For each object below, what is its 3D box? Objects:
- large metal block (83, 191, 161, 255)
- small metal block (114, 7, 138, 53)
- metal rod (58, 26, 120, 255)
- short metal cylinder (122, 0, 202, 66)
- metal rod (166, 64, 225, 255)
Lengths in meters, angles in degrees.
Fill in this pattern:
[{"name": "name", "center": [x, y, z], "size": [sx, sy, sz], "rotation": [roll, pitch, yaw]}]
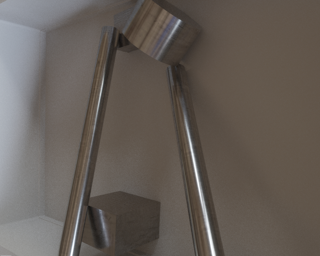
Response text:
[{"name": "large metal block", "center": [-0.057, 0.123, 0.416], "size": [0.080, 0.081, 0.050], "rotation": [4, 93, 39]}, {"name": "small metal block", "center": [-0.038, -0.138, 0.436], "size": [0.050, 0.025, 0.050], "rotation": [-6, 86, 39]}, {"name": "metal rod", "center": [-0.089, 0.010, 0.400], "size": [0.025, 0.025, 0.299], "rotation": [-1, 76, 39]}, {"name": "short metal cylinder", "center": [0.002, -0.118, 0.367], "size": [0.080, 0.081, 0.050], "rotation": [50, 119, 28]}, {"name": "metal rod", "center": [0.035, 0.050, 0.307], "size": [0.025, 0.025, 0.299], "rotation": [-35, 47, 34]}]
